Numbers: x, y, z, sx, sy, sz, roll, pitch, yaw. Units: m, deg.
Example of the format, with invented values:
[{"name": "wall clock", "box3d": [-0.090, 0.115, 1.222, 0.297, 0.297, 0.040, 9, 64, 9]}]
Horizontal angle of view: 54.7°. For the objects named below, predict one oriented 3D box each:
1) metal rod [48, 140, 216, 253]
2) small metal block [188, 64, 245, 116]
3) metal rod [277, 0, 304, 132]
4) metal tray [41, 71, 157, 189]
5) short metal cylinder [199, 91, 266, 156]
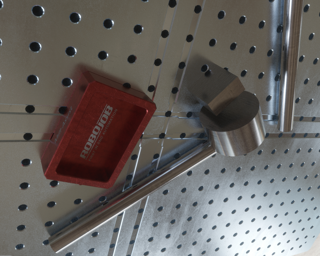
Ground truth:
[{"name": "metal rod", "box3d": [-0.021, 0.087, 0.455, 0.301, 0.025, 0.025, -31, 129, -9]}, {"name": "small metal block", "box3d": [0.073, -0.051, 0.405, 0.050, 0.050, 0.025, -43, 130, 1]}, {"name": "metal rod", "box3d": [0.187, -0.118, 0.442, 0.025, 0.025, 0.298, -24, 127, -14]}, {"name": "metal tray", "box3d": [-0.074, 0.008, 0.373, 0.091, 0.030, 0.129, 19, 108, -36]}, {"name": "short metal cylinder", "box3d": [0.101, -0.008, 0.428, 0.080, 0.080, 0.050, -34, 129, -6]}]
